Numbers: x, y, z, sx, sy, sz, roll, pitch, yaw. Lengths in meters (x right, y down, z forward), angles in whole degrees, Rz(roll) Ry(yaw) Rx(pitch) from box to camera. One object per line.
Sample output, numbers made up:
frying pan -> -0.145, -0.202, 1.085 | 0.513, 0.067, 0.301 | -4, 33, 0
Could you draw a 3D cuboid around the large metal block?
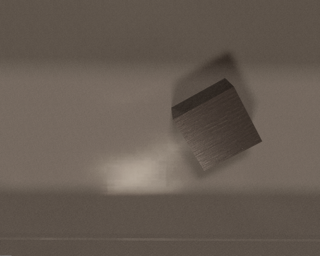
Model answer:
large metal block -> 0.070, -0.005, 0.397 | 0.080, 0.050, 0.080 | -29, 108, 10
